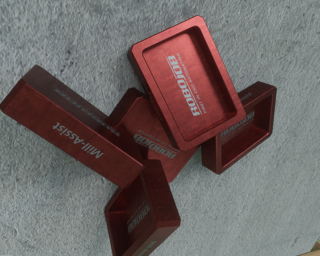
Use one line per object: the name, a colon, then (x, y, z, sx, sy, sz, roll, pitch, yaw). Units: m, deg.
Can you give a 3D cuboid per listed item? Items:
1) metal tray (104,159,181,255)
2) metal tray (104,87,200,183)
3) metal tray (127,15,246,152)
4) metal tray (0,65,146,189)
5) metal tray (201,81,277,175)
metal tray: (-0.029, 0.111, 0.395, 0.030, 0.090, 0.129, 6, 136, -31)
metal tray: (-0.010, 0.015, 0.410, 0.131, 0.030, 0.090, 28, 103, -38)
metal tray: (0.031, -0.049, 0.355, 0.090, 0.030, 0.129, -28, 99, -11)
metal tray: (-0.079, -0.003, 0.302, 0.130, 0.090, 0.030, 38, 97, -23)
metal tray: (0.115, -0.002, 0.448, 0.131, 0.030, 0.089, -30, 130, -28)
